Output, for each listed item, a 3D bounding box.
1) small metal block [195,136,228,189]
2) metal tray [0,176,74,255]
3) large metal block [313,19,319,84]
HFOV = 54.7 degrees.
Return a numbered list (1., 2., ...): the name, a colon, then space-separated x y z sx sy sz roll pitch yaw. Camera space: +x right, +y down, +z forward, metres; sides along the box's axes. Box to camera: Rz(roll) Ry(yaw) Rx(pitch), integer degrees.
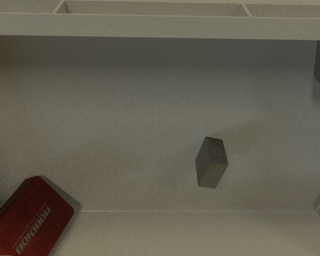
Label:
1. small metal block: 0.071 0.049 0.435 0.025 0.050 0.050 10 129 -9
2. metal tray: -0.194 0.146 0.451 0.030 0.130 0.090 -19 119 34
3. large metal block: 0.216 -0.083 0.325 0.080 0.050 0.080 -10 130 8
